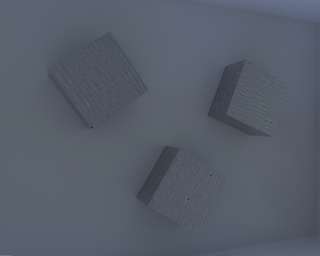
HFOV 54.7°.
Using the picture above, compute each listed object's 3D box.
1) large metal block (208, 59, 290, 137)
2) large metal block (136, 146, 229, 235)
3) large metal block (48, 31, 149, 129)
[{"bbox_3d":[0.127,-0.040,0.444,0.080,0.050,0.080,23,82,-19],"label":"large metal block"},{"bbox_3d":[0.029,0.079,0.408,0.080,0.050,0.080,33,79,-17],"label":"large metal block"},{"bbox_3d":[-0.074,-0.054,0.370,0.080,0.050,0.080,-37,102,-16],"label":"large metal block"}]
